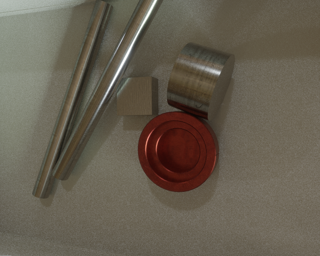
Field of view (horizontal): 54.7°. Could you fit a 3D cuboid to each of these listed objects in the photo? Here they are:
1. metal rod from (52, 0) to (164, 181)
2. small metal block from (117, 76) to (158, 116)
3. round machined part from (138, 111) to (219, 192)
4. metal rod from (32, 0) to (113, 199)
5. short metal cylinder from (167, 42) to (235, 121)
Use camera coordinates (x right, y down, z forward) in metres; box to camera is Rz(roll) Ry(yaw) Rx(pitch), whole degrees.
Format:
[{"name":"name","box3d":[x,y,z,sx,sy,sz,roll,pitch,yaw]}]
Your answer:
[{"name":"metal rod","box3d":[-0.072,-0.052,0.410,0.025,0.025,0.298,37,108,16]},{"name":"small metal block","box3d":[-0.030,-0.042,0.420,0.050,0.025,0.050,0,90,19]},{"name":"round machined part","box3d":[0.026,0.027,0.389,0.098,0.042,0.097,2,95,21]},{"name":"metal rod","box3d":[-0.130,-0.037,0.454,0.025,0.025,0.298,23,97,18]},{"name":"short metal cylinder","box3d":[0.049,-0.054,0.364,0.050,0.080,0.080,22,97,18]}]
